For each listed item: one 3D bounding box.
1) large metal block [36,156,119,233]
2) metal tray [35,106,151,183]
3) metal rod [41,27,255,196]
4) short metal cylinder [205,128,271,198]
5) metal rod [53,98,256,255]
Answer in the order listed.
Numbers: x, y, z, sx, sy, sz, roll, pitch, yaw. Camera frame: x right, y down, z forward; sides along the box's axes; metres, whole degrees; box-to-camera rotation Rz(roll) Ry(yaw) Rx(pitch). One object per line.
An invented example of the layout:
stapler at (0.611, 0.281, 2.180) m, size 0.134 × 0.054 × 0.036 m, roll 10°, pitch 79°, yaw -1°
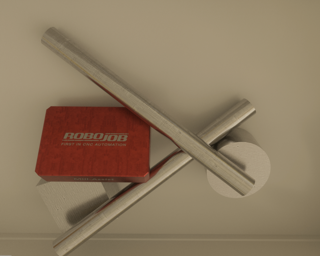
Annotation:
large metal block at (-0.106, 0.088, 0.424) m, size 0.080 × 0.050 × 0.080 m, roll -18°, pitch 109°, yaw 6°
metal tray at (-0.078, 0.020, 0.384) m, size 0.131 × 0.030 × 0.090 m, roll 1°, pitch 66°, yaw 0°
metal rod at (-0.014, -0.019, 0.371) m, size 0.301 × 0.025 × 0.025 m, roll 37°, pitch 106°, yaw 0°
short metal cylinder at (0.099, 0.045, 0.414) m, size 0.081 × 0.050 × 0.079 m, roll 0°, pitch 110°, yaw -1°
metal rod at (-0.005, 0.061, 0.393) m, size 0.301 × 0.025 × 0.025 m, roll -37°, pitch 107°, yaw -3°
